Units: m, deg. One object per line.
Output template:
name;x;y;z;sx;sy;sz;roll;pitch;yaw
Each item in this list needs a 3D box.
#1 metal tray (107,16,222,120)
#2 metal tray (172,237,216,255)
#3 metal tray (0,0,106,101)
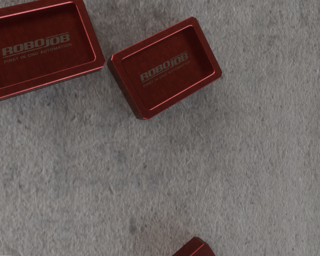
metal tray;0.009;-0.079;0.410;0.131;0.030;0.090;-31;101;-18
metal tray;0.056;0.231;0.429;0.090;0.030;0.130;-35;102;-17
metal tray;-0.140;-0.093;0.354;0.131;0.030;0.090;-22;98;-19
